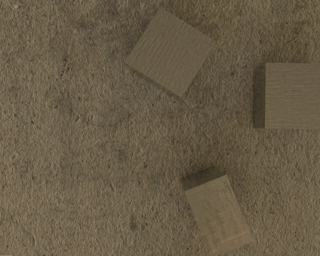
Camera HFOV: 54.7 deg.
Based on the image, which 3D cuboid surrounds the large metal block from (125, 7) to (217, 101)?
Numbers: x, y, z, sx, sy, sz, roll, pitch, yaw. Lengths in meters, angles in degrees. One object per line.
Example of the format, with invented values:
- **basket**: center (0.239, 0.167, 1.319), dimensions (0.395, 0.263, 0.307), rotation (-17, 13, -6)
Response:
- **large metal block**: center (0.013, -0.091, 0.397), dimensions (0.080, 0.050, 0.080), rotation (32, 90, 0)

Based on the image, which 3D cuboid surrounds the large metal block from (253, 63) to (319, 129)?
- **large metal block**: center (0.167, -0.039, 0.399), dimensions (0.081, 0.050, 0.079), rotation (1, 90, 0)

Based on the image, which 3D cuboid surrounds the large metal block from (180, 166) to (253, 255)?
- **large metal block**: center (0.065, 0.098, 0.383), dimensions (0.050, 0.080, 0.080), rotation (-22, 90, 0)
